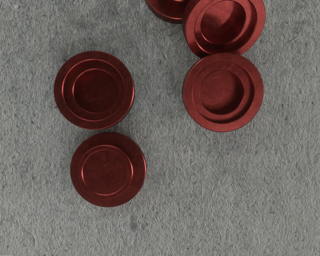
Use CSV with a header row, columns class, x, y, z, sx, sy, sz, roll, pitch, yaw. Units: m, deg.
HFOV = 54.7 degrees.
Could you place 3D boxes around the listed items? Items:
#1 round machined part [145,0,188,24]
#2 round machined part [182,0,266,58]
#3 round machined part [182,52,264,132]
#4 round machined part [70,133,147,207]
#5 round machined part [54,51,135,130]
class,x,y,z,sx,sy,sz,roll,pitch,yaw
round machined part,0.026,-0.190,0.401,0.099,0.042,0.097,0,90,0
round machined part,0.075,-0.135,0.385,0.099,0.042,0.097,-6,134,-6
round machined part,0.077,-0.046,0.396,0.099,0.042,0.097,0,101,-2
round machined part,-0.067,0.055,0.401,0.099,0.042,0.097,0,90,0
round machined part,-0.081,-0.047,0.401,0.099,0.042,0.097,0,90,0
